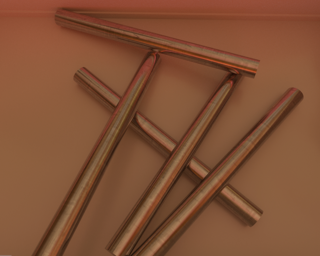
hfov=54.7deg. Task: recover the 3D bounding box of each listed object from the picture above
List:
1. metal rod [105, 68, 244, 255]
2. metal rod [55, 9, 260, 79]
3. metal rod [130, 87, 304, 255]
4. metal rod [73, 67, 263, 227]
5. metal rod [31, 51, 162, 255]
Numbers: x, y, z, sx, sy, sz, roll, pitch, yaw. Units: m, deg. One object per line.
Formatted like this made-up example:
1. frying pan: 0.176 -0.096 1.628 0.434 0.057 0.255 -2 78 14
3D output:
1. metal rod: 0.035 0.020 0.376 0.025 0.025 0.301 31 63 11
2. metal rod: -0.013 -0.122 0.437 0.301 0.025 0.025 18 71 13
3. metal rod: 0.082 0.046 0.369 0.025 0.025 0.301 43 66 14
4. metal rod: 0.002 0.017 0.403 0.300 0.025 0.025 39 75 13
5. metal rod: -0.058 0.013 0.359 0.025 0.025 0.300 19 55 7
